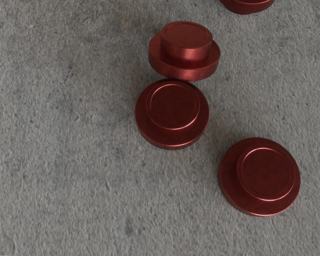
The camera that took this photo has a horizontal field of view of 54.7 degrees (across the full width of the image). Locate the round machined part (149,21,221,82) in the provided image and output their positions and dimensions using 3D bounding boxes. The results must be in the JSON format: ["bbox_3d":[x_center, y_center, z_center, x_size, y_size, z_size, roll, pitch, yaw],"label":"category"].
[{"bbox_3d":[0.034,-0.110,0.422,0.099,0.042,0.098,3,47,-3],"label":"round machined part"}]

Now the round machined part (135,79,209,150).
[{"bbox_3d":[0.016,-0.023,0.408,0.099,0.042,0.098,0,70,-1],"label":"round machined part"}]

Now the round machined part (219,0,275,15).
[{"bbox_3d":[0.132,-0.216,0.480,0.099,0.042,0.098,0,70,-1],"label":"round machined part"}]

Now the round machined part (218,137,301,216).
[{"bbox_3d":[0.124,0.057,0.380,0.099,0.042,0.098,0,70,-1],"label":"round machined part"}]
